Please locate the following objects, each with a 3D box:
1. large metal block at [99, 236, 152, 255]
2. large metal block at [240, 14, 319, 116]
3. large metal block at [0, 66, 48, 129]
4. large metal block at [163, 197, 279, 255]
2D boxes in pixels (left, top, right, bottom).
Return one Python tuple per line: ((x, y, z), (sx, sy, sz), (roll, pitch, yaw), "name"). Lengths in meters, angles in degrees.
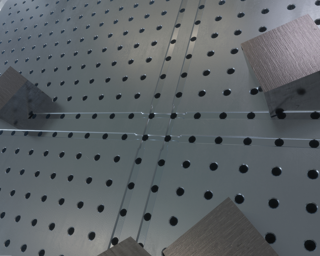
((-0.024, 0.163, 0.279), (0.080, 0.050, 0.079), (29, 122, 37), "large metal block")
((0.149, -0.072, 0.358), (0.080, 0.050, 0.080), (-22, 53, 15), "large metal block")
((-0.268, -0.057, 0.570), (0.080, 0.050, 0.080), (32, 80, 38), "large metal block")
((0.063, 0.125, 0.283), (0.080, 0.050, 0.080), (-40, 51, 1), "large metal block")
